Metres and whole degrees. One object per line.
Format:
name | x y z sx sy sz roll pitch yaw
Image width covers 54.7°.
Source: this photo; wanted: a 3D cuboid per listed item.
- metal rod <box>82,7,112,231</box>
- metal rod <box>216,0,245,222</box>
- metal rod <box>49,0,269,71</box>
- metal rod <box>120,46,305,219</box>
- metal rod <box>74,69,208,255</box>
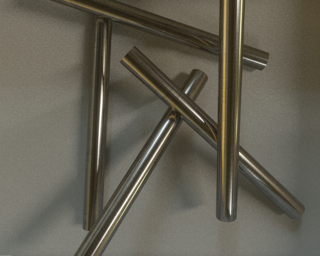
metal rod | -0.082 -0.017 0.410 0.025 0.025 0.298 3 90 0
metal rod | 0.076 -0.033 0.340 0.025 0.025 0.298 -2 107 0
metal rod | -0.005 -0.131 0.393 0.302 0.025 0.025 16 90 -7
metal rod | 0.073 0.014 0.381 0.300 0.025 0.025 42 90 -13
metal rod | -0.022 0.050 0.363 0.025 0.025 0.300 32 70 0
